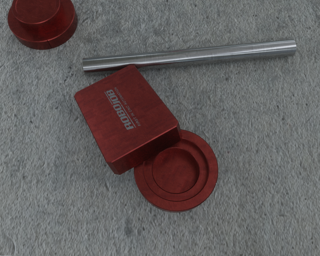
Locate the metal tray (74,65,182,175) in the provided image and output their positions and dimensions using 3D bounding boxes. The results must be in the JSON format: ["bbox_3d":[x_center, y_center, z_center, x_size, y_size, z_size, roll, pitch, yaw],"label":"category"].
[{"bbox_3d":[-0.043,-0.016,0.385,0.090,0.030,0.130,-29,52,-8],"label":"metal tray"}]

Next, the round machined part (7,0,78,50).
[{"bbox_3d":[-0.176,-0.169,0.459,0.099,0.042,0.098,0,70,-1],"label":"round machined part"}]

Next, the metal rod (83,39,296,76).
[{"bbox_3d":[0.043,-0.102,0.445,0.302,0.025,0.025,-6,70,-3],"label":"metal rod"}]

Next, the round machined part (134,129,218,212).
[{"bbox_3d":[0.019,0.054,0.380,0.099,0.042,0.098,0,70,-1],"label":"round machined part"}]
